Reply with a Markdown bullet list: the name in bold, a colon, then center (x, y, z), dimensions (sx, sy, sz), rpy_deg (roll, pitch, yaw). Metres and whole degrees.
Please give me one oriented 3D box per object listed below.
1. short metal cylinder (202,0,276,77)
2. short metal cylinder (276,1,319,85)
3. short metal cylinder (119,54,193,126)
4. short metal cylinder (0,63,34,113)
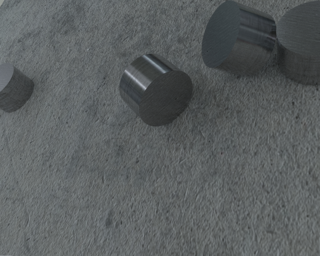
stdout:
- **short metal cylinder**: center (0.094, -0.107, 0.379), dimensions (0.080, 0.050, 0.080), rpy_deg (-170, 90, -68)
- **short metal cylinder**: center (0.175, -0.096, 0.350), dimensions (0.080, 0.050, 0.080), rpy_deg (-10, 58, 16)
- **short metal cylinder**: center (-0.005, -0.049, 0.401), dimensions (0.080, 0.080, 0.050), rpy_deg (-44, 51, -2)
- **short metal cylinder**: center (-0.289, -0.076, 0.587), dimensions (0.080, 0.050, 0.080), rpy_deg (-13, 56, 21)
